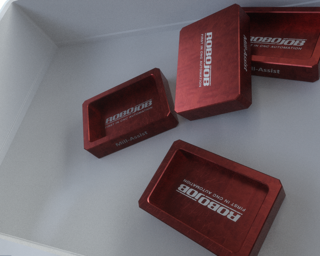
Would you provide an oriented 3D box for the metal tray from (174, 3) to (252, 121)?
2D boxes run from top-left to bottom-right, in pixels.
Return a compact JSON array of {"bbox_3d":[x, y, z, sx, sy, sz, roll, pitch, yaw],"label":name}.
[{"bbox_3d":[0.066,-0.081,0.391,0.090,0.030,0.130,-12,64,39],"label":"metal tray"}]

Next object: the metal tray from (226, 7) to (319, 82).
[{"bbox_3d":[0.143,-0.110,0.395,0.130,0.030,0.090,15,69,34],"label":"metal tray"}]

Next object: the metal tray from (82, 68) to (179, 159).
[{"bbox_3d":[-0.046,-0.021,0.439,0.130,0.030,0.090,-23,53,14],"label":"metal tray"}]

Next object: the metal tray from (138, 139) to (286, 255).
[{"bbox_3d":[0.051,0.075,0.329,0.130,0.030,0.090,22,73,36],"label":"metal tray"}]
